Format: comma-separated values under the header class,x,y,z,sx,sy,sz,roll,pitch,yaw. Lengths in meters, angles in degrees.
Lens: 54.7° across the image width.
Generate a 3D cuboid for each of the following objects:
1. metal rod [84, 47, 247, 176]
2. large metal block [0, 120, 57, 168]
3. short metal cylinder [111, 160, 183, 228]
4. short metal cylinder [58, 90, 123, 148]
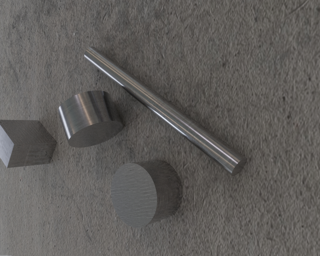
class,x,y,z,sx,sy,sz,roll,pitch,yaw
metal rod,-0.012,-0.038,0.414,0.300,0.025,0.025,39,114,33
large metal block,-0.255,0.027,0.579,0.080,0.081,0.050,39,114,33
short metal cylinder,-0.018,0.083,0.404,0.080,0.050,0.080,0,90,40
short metal cylinder,-0.101,-0.012,0.453,0.080,0.081,0.050,-37,68,34
